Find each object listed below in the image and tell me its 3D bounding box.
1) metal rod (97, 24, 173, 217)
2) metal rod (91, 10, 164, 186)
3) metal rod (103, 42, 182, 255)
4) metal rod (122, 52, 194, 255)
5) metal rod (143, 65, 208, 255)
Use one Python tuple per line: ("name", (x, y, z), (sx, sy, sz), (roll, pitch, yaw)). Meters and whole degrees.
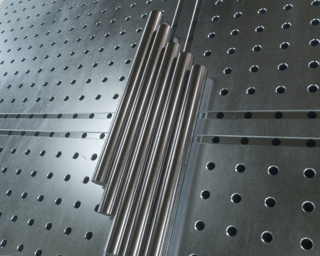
("metal rod", (-0.028, -0.027, 0.436), (0.025, 0.025, 0.300), (1, 62, 28))
("metal rod", (-0.042, -0.059, 0.464), (0.025, 0.025, 0.300), (1, 62, 28))
("metal rod", (-0.015, 0.010, 0.408), (0.025, 0.025, 0.300), (1, 62, 28))
("metal rod", (0.001, 0.029, 0.387), (0.025, 0.025, 0.300), (1, 62, 28))
("metal rod", (0.018, 0.052, 0.365), (0.025, 0.025, 0.300), (1, 62, 28))
